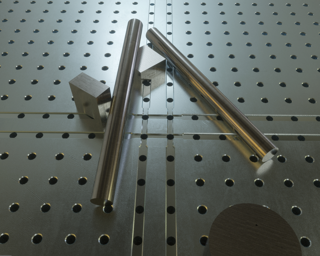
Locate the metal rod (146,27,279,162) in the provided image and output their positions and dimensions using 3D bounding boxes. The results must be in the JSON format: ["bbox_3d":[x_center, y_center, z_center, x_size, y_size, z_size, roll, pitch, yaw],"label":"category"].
[{"bbox_3d":[0.061,-0.067,0.463,0.025,0.025,0.300,-24,54,-19],"label":"metal rod"}]

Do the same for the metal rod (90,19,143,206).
[{"bbox_3d":[-0.052,-0.043,0.421,0.025,0.025,0.300,4,57,3],"label":"metal rod"}]

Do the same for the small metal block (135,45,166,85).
[{"bbox_3d":[-0.026,-0.101,0.493,0.050,0.025,0.050,-34,58,-25],"label":"small metal block"}]

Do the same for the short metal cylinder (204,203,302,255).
[{"bbox_3d":[0.083,0.119,0.292,0.081,0.050,0.080,0,50,0],"label":"short metal cylinder"}]

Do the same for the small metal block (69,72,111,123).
[{"bbox_3d":[-0.093,-0.041,0.425,0.050,0.050,0.025,29,56,22],"label":"small metal block"}]
